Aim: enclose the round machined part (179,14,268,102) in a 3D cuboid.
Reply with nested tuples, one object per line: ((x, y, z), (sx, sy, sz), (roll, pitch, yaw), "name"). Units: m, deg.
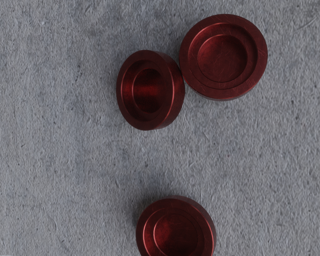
((0.074, -0.080, 0.368), (0.098, 0.042, 0.097), (-1, 87, 10), "round machined part")

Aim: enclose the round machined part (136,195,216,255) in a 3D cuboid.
((0.022, 0.133, 0.392), (0.098, 0.042, 0.097), (0, 90, 20), "round machined part")

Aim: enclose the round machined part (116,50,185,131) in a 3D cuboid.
((-0.007, -0.047, 0.391), (0.098, 0.042, 0.097), (6, 99, 41), "round machined part")
